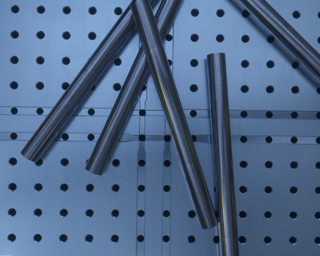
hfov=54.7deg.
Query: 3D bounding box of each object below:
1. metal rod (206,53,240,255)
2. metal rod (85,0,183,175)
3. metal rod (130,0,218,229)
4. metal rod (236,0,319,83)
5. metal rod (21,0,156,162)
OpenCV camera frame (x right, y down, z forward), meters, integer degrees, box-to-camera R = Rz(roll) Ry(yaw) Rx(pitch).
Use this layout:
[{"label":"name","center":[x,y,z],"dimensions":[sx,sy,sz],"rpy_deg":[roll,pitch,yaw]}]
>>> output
[{"label":"metal rod","center":[0.085,0.051,0.414],"dimensions":[0.025,0.025,0.298],"rpy_deg":[-4,90,-1]},{"label":"metal rod","center":[-0.026,-0.078,0.412],"dimensions":[0.025,0.025,0.299],"rpy_deg":[25,90,-1]},{"label":"metal rod","center":[0.020,-0.012,0.398],"dimensions":[0.025,0.025,0.298],"rpy_deg":[-18,96,0]},{"label":"metal rod","center":[0.136,-0.157,0.415],"dimensions":[0.300,0.025,0.025],"rpy_deg":[44,90,-1]},{"label":"metal rod","center":[-0.085,-0.083,0.412],"dimensions":[0.025,0.025,0.299],"rpy_deg":[36,90,-1]}]
